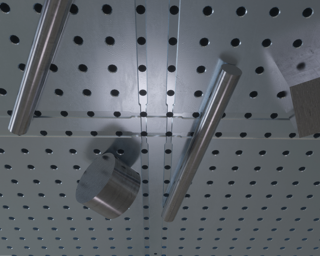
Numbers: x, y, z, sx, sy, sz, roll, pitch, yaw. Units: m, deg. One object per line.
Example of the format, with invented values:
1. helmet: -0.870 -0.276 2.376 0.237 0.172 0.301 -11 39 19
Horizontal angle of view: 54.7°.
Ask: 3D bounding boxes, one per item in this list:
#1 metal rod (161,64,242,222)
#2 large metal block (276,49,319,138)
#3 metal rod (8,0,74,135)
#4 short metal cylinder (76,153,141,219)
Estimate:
1. metal rod: 0.048 0.044 0.448 0.025 0.025 0.298 10 130 -9
2. large metal block: 0.190 -0.044 0.360 0.080 0.050 0.080 -18 128 15
3. metal rod: -0.116 -0.100 0.324 0.025 0.025 0.298 22 127 -18
4. short metal cylinder: -0.074 0.083 0.445 0.080 0.080 0.050 -33 123 25
